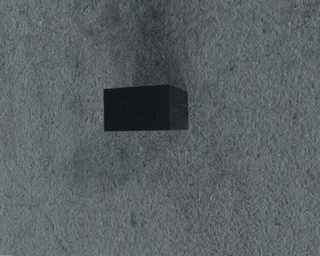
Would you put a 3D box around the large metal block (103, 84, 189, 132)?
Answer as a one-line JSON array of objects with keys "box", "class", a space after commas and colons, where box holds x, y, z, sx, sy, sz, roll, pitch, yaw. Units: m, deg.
[{"box": [-0.014, -0.022, 0.385, 0.080, 0.080, 0.050, -1, 90, 19], "class": "large metal block"}]
